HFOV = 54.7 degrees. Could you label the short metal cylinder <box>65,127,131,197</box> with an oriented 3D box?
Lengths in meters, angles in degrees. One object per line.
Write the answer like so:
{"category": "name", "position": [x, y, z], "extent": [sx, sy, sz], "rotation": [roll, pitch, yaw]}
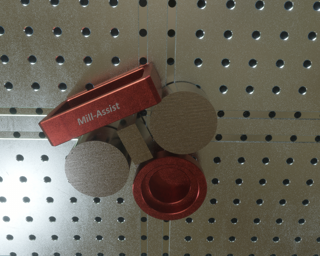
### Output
{"category": "short metal cylinder", "position": [-0.079, 0.044, 0.411], "extent": [0.081, 0.050, 0.079], "rotation": [0, 110, 0]}

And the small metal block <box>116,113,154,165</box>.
{"category": "small metal block", "position": [-0.030, 0.012, 0.399], "extent": [0.025, 0.050, 0.050], "rotation": [-24, 109, 8]}

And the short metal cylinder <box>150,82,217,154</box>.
{"category": "short metal cylinder", "position": [0.028, -0.013, 0.391], "extent": [0.081, 0.050, 0.079], "rotation": [0, 110, 0]}

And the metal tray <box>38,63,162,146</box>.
{"category": "metal tray", "position": [-0.064, -0.030, 0.362], "extent": [0.130, 0.090, 0.030], "rotation": [-22, 109, 8]}

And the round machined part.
{"category": "round machined part", "position": [0.013, 0.075, 0.428], "extent": [0.099, 0.042, 0.097], "rotation": [0, 110, 0]}
